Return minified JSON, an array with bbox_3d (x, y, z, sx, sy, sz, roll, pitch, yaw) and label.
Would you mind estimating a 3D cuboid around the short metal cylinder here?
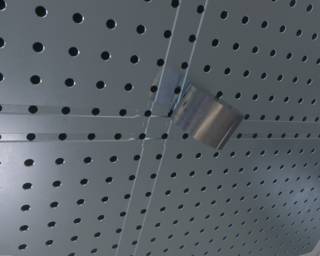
[{"bbox_3d":[0.061,-0.016,0.398,0.080,0.080,0.050,21,107,-36],"label":"short metal cylinder"}]
